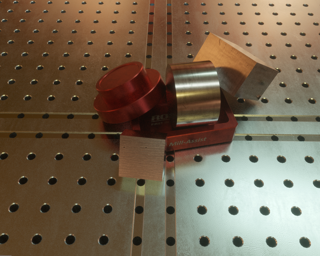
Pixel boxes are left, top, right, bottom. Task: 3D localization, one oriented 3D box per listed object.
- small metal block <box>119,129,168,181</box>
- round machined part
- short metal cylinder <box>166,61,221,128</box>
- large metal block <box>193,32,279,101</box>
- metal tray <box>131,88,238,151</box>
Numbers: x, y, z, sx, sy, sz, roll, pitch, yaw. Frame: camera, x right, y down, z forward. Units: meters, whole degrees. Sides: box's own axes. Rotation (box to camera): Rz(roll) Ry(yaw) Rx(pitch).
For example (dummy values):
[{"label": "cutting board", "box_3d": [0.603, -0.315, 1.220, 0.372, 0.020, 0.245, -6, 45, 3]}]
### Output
[{"label": "small metal block", "box_3d": [-0.019, 0.031, 0.358, 0.050, 0.050, 0.025, 6, 16, 5]}, {"label": "round machined part", "box_3d": [-0.045, -0.053, 0.411, 0.098, 0.042, 0.098, -19, 33, 13]}, {"label": "short metal cylinder", "box_3d": [0.038, -0.042, 0.386, 0.050, 0.080, 0.080, -6, 50, -6]}, {"label": "large metal block", "box_3d": [0.105, -0.083, 0.432, 0.081, 0.050, 0.080, 0, 38, -51]}, {"label": "metal tray", "box_3d": [0.026, -0.017, 0.415, 0.131, 0.030, 0.090, -9, 51, -8]}]
